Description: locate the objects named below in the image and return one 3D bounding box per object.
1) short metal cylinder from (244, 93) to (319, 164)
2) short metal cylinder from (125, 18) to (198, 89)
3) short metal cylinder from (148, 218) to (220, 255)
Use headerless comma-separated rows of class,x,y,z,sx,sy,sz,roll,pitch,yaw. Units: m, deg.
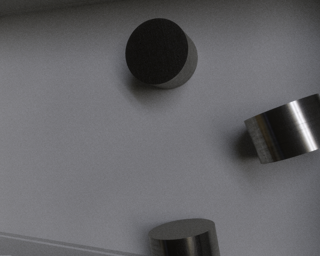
short metal cylinder,0.138,0.002,0.333,0.080,0.080,0.050,-22,83,18
short metal cylinder,0.003,-0.092,0.395,0.080,0.050,0.079,0,90,19
short metal cylinder,0.030,0.145,0.370,0.080,0.080,0.050,-10,87,19
